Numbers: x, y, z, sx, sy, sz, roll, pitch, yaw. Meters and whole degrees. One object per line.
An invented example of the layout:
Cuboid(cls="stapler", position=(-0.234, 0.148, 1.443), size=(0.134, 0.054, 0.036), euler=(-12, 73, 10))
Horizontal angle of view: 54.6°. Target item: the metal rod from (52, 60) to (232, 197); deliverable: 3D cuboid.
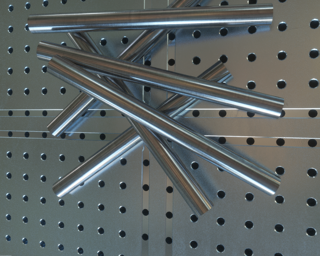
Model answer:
Cuboid(cls="metal rod", position=(-0.035, 0.009, 0.425), size=(0.300, 0.025, 0.025), euler=(-36, 79, 16))

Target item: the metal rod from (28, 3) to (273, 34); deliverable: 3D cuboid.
Cuboid(cls="metal rod", position=(-0.018, -0.135, 0.387), size=(0.301, 0.025, 0.025), euler=(0, 90, 8))

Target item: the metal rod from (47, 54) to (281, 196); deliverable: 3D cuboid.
Cuboid(cls="metal rod", position=(0.004, -0.004, 0.369), size=(0.301, 0.025, 0.025), euler=(29, 100, 1))

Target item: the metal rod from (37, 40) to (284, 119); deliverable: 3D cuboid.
Cuboid(cls="metal rod", position=(-0.006, -0.061, 0.376), size=(0.301, 0.025, 0.025), euler=(15, 95, 7))

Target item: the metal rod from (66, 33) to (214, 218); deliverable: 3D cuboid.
Cuboid(cls="metal rod", position=(-0.033, -0.020, 0.396), size=(0.025, 0.025, 0.299), euler=(-40, 77, 16))

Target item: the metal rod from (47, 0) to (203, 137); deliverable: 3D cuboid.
Cuboid(cls="metal rod", position=(-0.051, -0.090, 0.430), size=(0.299, 0.025, 0.025), euler=(-40, 77, 15))
